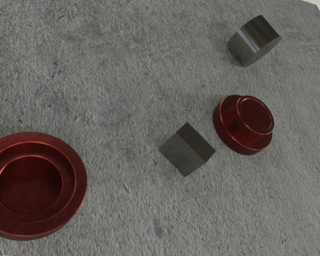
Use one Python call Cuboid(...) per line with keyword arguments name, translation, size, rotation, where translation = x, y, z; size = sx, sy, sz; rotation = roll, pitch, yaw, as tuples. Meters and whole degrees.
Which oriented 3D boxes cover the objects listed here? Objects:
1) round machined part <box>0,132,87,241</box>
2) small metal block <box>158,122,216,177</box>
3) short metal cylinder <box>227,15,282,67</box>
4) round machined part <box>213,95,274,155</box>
Cuboid(name="round machined part", translation=(-0.123, 0.056, 0.293), size=(0.099, 0.042, 0.098), rotation=(14, 56, -21))
Cuboid(name="small metal block", translation=(0.033, 0.028, 0.390), size=(0.050, 0.050, 0.025), rotation=(46, 51, 3))
Cuboid(name="short metal cylinder", translation=(0.169, -0.155, 0.557), size=(0.081, 0.080, 0.050), rotation=(-28, 77, -37))
Cuboid(name="round machined part", translation=(0.134, -0.011, 0.474), size=(0.099, 0.042, 0.098), rotation=(14, 56, -21))
